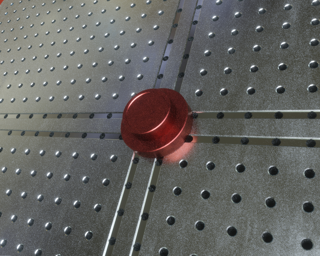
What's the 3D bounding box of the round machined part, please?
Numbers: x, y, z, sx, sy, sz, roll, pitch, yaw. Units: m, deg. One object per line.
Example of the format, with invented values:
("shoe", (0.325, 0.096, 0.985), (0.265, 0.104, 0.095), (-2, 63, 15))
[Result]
("round machined part", (-0.010, -0.013, 0.409), (0.098, 0.042, 0.098), (-13, 56, 20))
